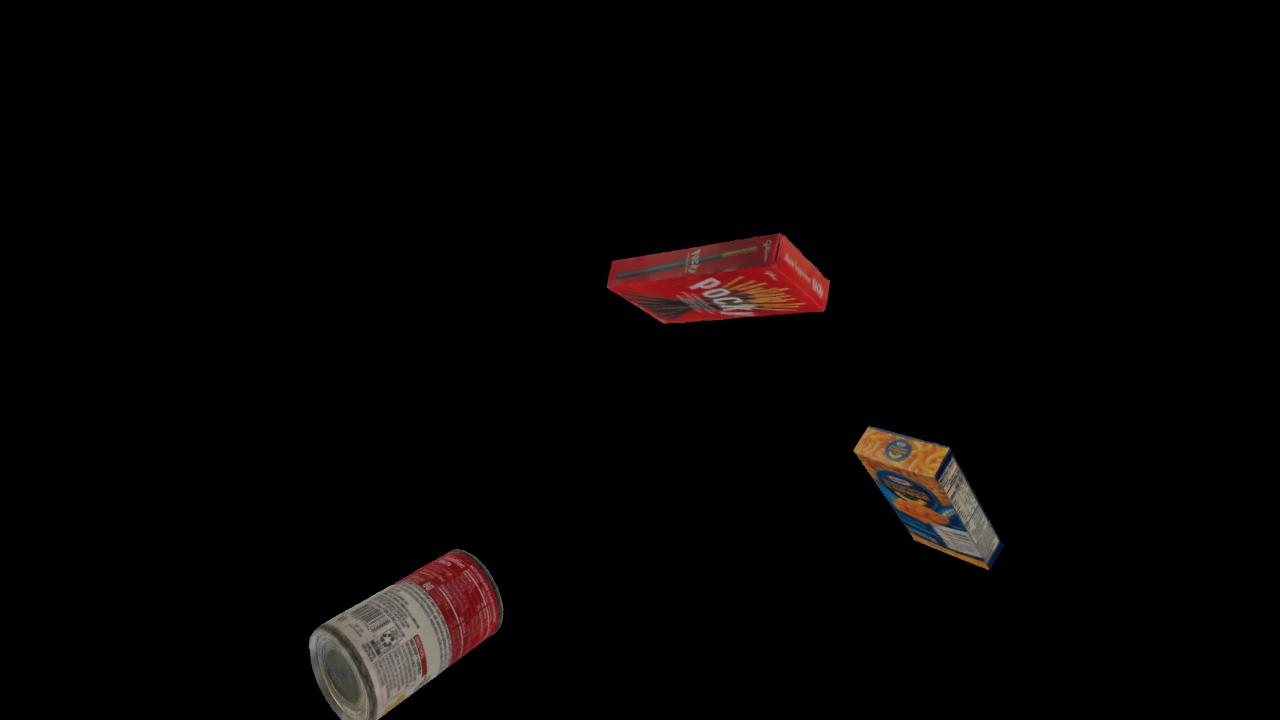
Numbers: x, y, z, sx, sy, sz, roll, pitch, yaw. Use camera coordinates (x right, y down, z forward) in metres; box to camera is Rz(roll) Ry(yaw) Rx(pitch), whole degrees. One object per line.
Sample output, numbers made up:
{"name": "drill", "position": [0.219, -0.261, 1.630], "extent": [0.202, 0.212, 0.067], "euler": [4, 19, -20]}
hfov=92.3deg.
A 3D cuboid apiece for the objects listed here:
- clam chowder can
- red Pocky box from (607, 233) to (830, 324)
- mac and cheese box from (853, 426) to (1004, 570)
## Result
{"name": "clam chowder can", "position": [-0.151, 0.179, 0.405], "extent": [0.068, 0.068, 0.102], "euler": [0, 12, 35]}
{"name": "red Pocky box", "position": [0.056, -0.058, 0.475], "extent": [0.155, 0.028, 0.083], "euler": [-2, -21, 41]}
{"name": "mac and cheese box", "position": [0.307, 0.147, 0.652], "extent": [0.184, 0.041, 0.093], "euler": [48, -18, -30]}
